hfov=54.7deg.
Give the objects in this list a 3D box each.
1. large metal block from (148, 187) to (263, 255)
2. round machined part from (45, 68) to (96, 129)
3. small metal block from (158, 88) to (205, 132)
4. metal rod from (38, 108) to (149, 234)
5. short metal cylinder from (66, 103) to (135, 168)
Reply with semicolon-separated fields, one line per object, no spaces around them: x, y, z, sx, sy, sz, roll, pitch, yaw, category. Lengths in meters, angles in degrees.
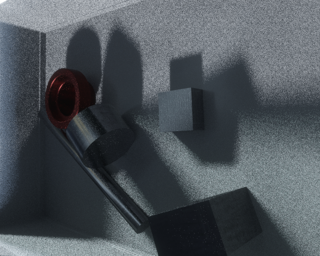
0.048;0.103;0.330;0.080;0.081;0.050;-27;73;36;large metal block
-0.145;-0.047;0.512;0.098;0.042;0.097;0;90;39;round machined part
0.026;-0.021;0.384;0.050;0.025;0.050;-4;87;39;small metal block
-0.120;0.054;0.502;0.300;0.025;0.025;40;114;32;metal rod
-0.083;0.012;0.437;0.050;0.081;0.080;51;120;27;short metal cylinder
